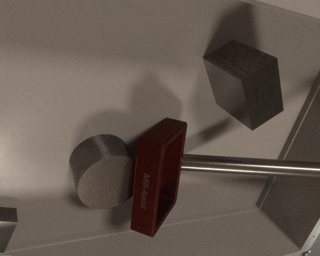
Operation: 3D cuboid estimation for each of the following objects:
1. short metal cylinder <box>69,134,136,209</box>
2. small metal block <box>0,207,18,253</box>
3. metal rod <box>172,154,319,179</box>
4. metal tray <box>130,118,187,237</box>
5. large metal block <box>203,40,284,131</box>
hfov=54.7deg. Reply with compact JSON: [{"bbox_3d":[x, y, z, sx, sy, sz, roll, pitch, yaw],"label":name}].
[{"bbox_3d":[-0.069,0.054,0.390,0.081,0.050,0.079,-14,124,-21],"label":"short metal cylinder"},{"bbox_3d":[-0.207,0.122,0.372,0.050,0.025,0.050,17,109,-35],"label":"small metal block"},{"bbox_3d":[0.168,0.059,0.457,0.302,0.025,0.025,4,120,-1],"label":"metal rod"},{"bbox_3d":[0.000,0.061,0.400,0.090,0.030,0.129,-38,138,-61],"label":"metal tray"},{"bbox_3d":[0.107,-0.057,0.399,0.050,0.080,0.080,-32,129,-8],"label":"large metal block"}]
